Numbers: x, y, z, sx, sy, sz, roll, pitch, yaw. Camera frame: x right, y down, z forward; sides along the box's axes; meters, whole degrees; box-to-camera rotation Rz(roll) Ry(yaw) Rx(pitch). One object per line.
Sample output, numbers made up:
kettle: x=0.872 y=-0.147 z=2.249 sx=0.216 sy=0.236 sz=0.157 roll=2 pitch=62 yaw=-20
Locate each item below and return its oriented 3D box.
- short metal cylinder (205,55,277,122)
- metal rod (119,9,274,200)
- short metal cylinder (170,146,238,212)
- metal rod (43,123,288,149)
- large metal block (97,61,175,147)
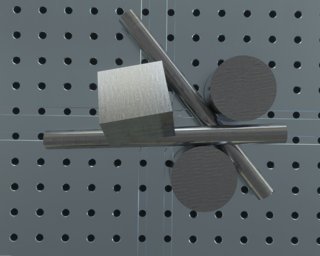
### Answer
short metal cylinder: x=0.101 y=-0.048 z=0.398 sx=0.081 sy=0.050 sz=0.079 roll=0 pitch=90 yaw=0
metal rod: x=0.048 y=-0.030 z=0.410 sx=0.025 sy=0.025 sz=0.300 roll=-38 pitch=90 yaw=0
short metal cylinder: x=0.053 y=0.061 z=0.398 sx=0.081 sy=0.050 sz=0.079 roll=0 pitch=90 yaw=0
metal rod: x=0.002 y=0.011 z=0.393 sx=0.302 sy=0.025 sz=0.025 roll=-2 pitch=90 yaw=6
large metal block: x=-0.029 y=-0.030 z=0.379 sx=0.080 sy=0.050 sz=0.080 roll=-10 pitch=55 yaw=0
